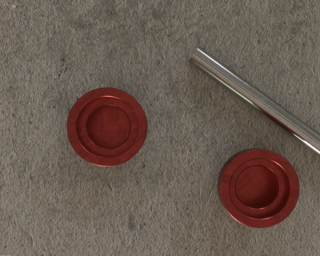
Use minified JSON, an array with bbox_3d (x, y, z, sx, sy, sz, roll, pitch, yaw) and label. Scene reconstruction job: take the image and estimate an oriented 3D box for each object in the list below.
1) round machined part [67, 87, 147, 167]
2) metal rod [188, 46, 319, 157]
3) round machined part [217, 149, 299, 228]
[{"bbox_3d":[-0.065,-0.001,0.401,0.099,0.042,0.097,0,90,-1],"label":"round machined part"},{"bbox_3d":[0.167,-0.010,0.412,0.301,0.025,0.025,36,90,-1],"label":"metal rod"},{"bbox_3d":[0.124,0.075,0.403,0.099,0.042,0.097,0,90,-1],"label":"round machined part"}]
